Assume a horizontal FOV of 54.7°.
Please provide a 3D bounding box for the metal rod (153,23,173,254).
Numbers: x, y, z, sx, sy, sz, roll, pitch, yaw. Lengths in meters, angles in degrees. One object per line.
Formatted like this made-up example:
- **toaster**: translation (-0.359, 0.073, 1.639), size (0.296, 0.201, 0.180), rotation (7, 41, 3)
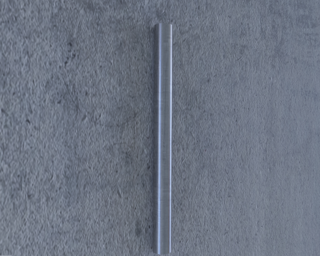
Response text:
- **metal rod**: translation (0.004, 0.014, 0.411), size (0.025, 0.025, 0.298), rotation (0, 90, -40)
